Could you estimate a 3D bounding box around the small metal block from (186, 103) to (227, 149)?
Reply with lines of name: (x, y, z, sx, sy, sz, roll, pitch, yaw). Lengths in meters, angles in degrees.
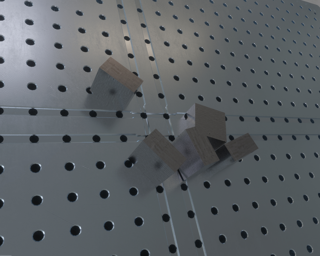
small metal block: (0.066, -0.002, 0.444, 0.050, 0.025, 0.050, 17, 55, -19)

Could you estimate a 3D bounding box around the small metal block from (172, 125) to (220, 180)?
small metal block: (0.041, 0.032, 0.394, 0.025, 0.050, 0.050, -15, 70, -34)

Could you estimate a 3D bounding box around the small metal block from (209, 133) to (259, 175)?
small metal block: (0.096, 0.035, 0.421, 0.050, 0.050, 0.025, -20, 73, -35)

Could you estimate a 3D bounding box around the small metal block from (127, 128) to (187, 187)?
small metal block: (-0.004, 0.036, 0.367, 0.050, 0.050, 0.025, 45, 51, 3)

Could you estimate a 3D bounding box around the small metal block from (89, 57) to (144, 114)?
small metal block: (-0.056, -0.053, 0.394, 0.050, 0.050, 0.025, 36, 51, -4)
